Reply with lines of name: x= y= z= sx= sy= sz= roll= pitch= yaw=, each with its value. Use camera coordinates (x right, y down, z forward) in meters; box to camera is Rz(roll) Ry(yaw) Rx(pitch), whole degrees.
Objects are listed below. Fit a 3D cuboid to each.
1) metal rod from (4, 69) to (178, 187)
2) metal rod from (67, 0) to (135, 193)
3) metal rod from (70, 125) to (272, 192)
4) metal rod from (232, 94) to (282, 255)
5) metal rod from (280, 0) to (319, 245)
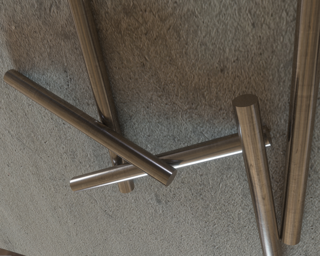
metal rod: x=-0.108 y=-0.009 z=0.430 sx=0.300 sy=0.025 sz=0.025 roll=30 pitch=129 yaw=20
metal rod: x=-0.075 y=-0.035 z=0.425 sx=0.025 sy=0.025 sz=0.298 roll=5 pitch=121 yaw=26
metal rod: x=-0.005 y=0.049 z=0.417 sx=0.300 sy=0.025 sz=0.025 roll=-18 pitch=109 yaw=27
metal rod: x=0.126 y=0.095 z=0.376 sx=0.025 sy=0.025 sz=0.299 roll=-1 pitch=125 yaw=29
metal rod: x=0.151 y=0.014 z=0.335 sx=0.025 sy=0.025 sz=0.298 roll=6 pitch=121 yaw=25
